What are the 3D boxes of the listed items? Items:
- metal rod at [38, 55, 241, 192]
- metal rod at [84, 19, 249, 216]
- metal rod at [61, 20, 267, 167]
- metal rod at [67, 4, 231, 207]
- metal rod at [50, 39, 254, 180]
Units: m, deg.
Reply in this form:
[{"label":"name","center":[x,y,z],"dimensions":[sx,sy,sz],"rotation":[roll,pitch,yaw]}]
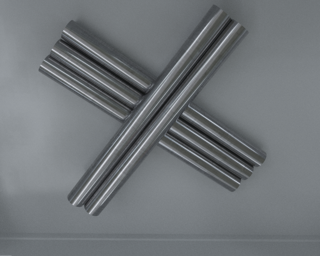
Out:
[{"label":"metal rod","center":[-0.017,0.000,0.409],"dimensions":[0.301,0.025,0.025],"rotation":[33,107,-12]},{"label":"metal rod","center":[-0.002,-0.001,0.382],"dimensions":[0.025,0.025,0.299],"rotation":[36,106,-12]},{"label":"metal rod","center":[0.014,-0.037,0.396],"dimensions":[0.301,0.025,0.025],"rotation":[33,107,-12]},{"label":"metal rod","center":[-0.023,-0.015,0.377],"dimensions":[0.025,0.025,0.299],"rotation":[36,106,-12]},{"label":"metal rod","center":[-0.002,-0.018,0.403],"dimensions":[0.301,0.025,0.025],"rotation":[33,107,-12]}]
